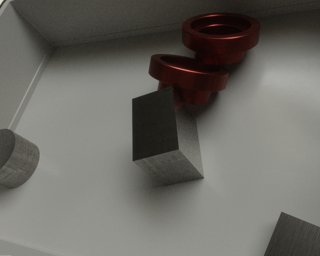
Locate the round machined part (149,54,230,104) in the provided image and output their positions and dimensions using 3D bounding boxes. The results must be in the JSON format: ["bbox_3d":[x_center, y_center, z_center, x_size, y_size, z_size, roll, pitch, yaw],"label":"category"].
[{"bbox_3d":[0.034,-0.061,0.391,0.098,0.099,0.042,29,118,37],"label":"round machined part"}]

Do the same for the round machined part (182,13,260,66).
[{"bbox_3d":[0.078,-0.116,0.407,0.099,0.042,0.098,-3,37,2],"label":"round machined part"}]

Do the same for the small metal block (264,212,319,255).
[{"bbox_3d":[0.125,0.110,0.273,0.050,0.025,0.050,18,71,34],"label":"small metal block"}]

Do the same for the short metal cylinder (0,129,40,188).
[{"bbox_3d":[-0.238,0.048,0.482,0.080,0.050,0.080,-13,56,20],"label":"short metal cylinder"}]

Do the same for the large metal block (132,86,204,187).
[{"bbox_3d":[0.010,0.012,0.357,0.050,0.080,0.080,-16,55,19],"label":"large metal block"}]
